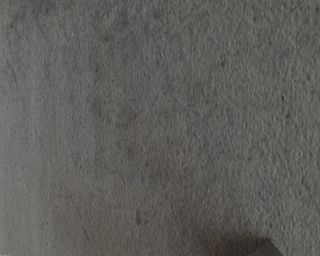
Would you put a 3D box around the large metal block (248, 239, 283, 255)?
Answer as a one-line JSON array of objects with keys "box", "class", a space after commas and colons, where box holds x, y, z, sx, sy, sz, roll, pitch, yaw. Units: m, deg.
[{"box": [0.100, 0.173, 0.305, 0.080, 0.050, 0.080, 51, 119, 27], "class": "large metal block"}]
